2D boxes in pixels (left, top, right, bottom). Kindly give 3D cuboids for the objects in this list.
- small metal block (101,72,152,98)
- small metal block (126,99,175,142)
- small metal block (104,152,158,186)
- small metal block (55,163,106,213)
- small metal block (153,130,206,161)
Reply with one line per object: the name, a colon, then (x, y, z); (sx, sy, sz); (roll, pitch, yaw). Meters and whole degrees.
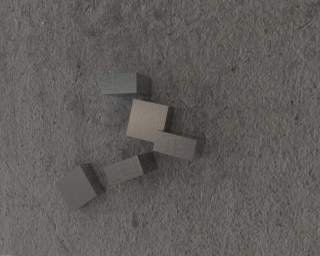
small metal block: (-0.044, -0.056, 0.411); (0.050, 0.050, 0.025); (0, 90, 20)
small metal block: (-0.013, -0.009, 0.413); (0.050, 0.025, 0.050); (13, 94, 19)
small metal block: (-0.037, 0.053, 0.409); (0.050, 0.050, 0.025); (-22, 83, 19)
small metal block: (-0.115, 0.086, 0.450); (0.050, 0.025, 0.050); (-36, 79, 16)
small metal block: (0.025, 0.020, 0.387); (0.050, 0.050, 0.025); (14, 95, 19)
